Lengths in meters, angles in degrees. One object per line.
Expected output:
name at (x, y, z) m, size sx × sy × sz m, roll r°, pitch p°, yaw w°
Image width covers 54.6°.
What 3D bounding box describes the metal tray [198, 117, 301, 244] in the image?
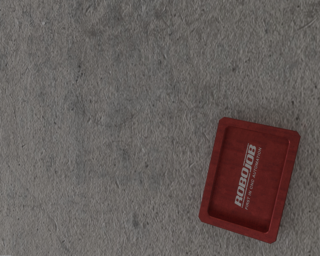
metal tray at (0.105, 0.058, 0.369) m, size 0.090 × 0.030 × 0.129 m, roll 13°, pitch 94°, yaw 19°
